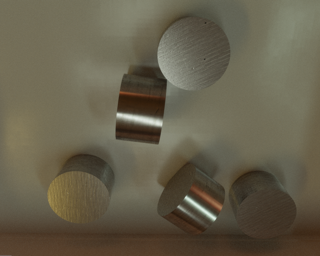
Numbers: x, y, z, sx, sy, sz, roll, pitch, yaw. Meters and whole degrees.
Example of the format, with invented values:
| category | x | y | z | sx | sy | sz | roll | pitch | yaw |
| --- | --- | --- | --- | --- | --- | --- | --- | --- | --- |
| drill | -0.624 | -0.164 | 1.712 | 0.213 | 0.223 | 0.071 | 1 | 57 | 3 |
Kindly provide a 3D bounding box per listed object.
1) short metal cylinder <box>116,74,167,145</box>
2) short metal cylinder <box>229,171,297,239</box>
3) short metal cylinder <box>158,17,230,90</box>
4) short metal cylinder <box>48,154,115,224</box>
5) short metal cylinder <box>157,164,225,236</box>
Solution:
| category | x | y | z | sx | sy | sz | roll | pitch | yaw |
| --- | --- | --- | --- | --- | --- | --- | --- | --- | --- |
| short metal cylinder | -0.022 | -0.022 | 0.373 | 0.050 | 0.080 | 0.079 | 7 | 110 | -3 |
| short metal cylinder | 0.143 | 0.108 | 0.439 | 0.081 | 0.050 | 0.079 | 0 | 110 | 0 |
| short metal cylinder | 0.038 | -0.089 | 0.365 | 0.081 | 0.050 | 0.079 | 0 | 110 | 0 |
| short metal cylinder | -0.106 | 0.083 | 0.428 | 0.081 | 0.050 | 0.079 | 0 | 110 | 0 |
| short metal cylinder | 0.041 | 0.096 | 0.418 | 0.050 | 0.080 | 0.080 | 37 | 106 | -13 |
